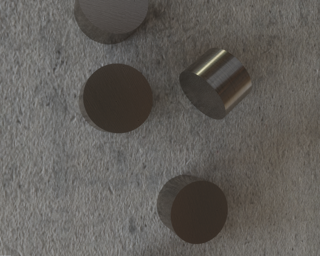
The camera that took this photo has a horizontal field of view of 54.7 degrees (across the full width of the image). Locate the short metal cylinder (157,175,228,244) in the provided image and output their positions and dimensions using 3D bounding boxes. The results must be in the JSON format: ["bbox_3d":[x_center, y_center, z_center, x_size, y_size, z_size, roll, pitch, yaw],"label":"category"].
[{"bbox_3d":[0.042,0.106,0.413,0.081,0.050,0.079,0,90,-21],"label":"short metal cylinder"}]

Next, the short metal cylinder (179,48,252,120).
[{"bbox_3d":[0.072,-0.057,0.408,0.050,0.080,0.080,-43,104,-15],"label":"short metal cylinder"}]

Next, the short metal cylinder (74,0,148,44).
[{"bbox_3d":[-0.060,-0.147,0.374,0.081,0.050,0.079,0,90,-21],"label":"short metal cylinder"}]

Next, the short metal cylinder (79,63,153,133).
[{"bbox_3d":[-0.055,-0.034,0.376,0.081,0.050,0.079,0,90,-21],"label":"short metal cylinder"}]
